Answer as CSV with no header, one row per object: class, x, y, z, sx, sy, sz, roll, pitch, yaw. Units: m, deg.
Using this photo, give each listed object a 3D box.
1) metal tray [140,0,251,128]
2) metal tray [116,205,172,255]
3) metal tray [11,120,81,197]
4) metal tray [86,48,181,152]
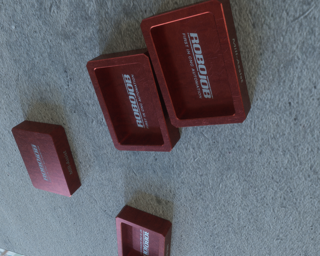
metal tray,0.041,-0.066,0.340,0.090,0.030,0.129,-5,117,30
metal tray,-0.029,0.204,0.544,0.090,0.030,0.129,15,125,19
metal tray,-0.196,0.054,0.540,0.090,0.030,0.129,7,122,24
metal tray,-0.032,-0.032,0.400,0.090,0.030,0.129,-1,118,28
